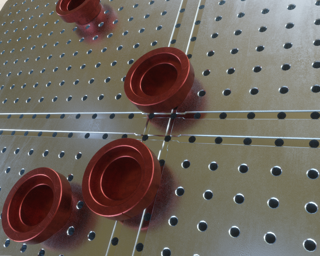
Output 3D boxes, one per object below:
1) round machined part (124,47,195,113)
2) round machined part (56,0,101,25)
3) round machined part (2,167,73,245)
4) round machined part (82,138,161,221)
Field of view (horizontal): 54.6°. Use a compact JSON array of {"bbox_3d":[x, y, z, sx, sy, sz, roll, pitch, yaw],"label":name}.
[{"bbox_3d":[0.002,-0.062,0.435,0.098,0.042,0.098,-13,56,21],"label":"round machined part"},{"bbox_3d":[-0.161,-0.253,0.639,0.098,0.042,0.098,-13,56,21],"label":"round machined part"},{"bbox_3d":[-0.158,0.106,0.417,0.098,0.042,0.098,-13,56,21],"label":"round machined part"},{"bbox_3d":[-0.043,0.065,0.381,0.098,0.042,0.098,-13,56,21],"label":"round machined part"}]
